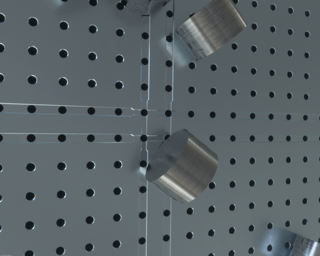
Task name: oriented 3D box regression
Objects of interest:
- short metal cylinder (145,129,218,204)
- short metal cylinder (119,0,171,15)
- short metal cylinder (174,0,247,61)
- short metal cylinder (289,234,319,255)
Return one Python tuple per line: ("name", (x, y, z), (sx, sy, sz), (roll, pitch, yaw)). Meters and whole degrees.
("short metal cylinder", (0.027, 0.048, 0.393), (0.050, 0.080, 0.080), (39, 78, -16))
("short metal cylinder", (-0.015, -0.192, 0.393), (0.081, 0.050, 0.079), (0, 90, -20))
("short metal cylinder", (0.066, -0.133, 0.407), (0.080, 0.080, 0.050), (-42, 103, -15))
("short metal cylinder", (0.242, 0.204, 0.473), (0.080, 0.080, 0.050), (27, 81, -18))
